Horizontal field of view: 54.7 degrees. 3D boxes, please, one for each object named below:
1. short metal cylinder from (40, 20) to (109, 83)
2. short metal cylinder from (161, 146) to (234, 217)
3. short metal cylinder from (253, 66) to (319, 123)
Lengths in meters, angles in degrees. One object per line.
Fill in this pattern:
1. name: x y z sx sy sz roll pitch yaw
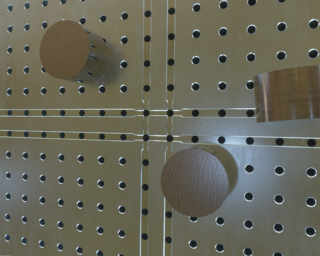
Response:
1. short metal cylinder: -0.122 -0.106 0.442 0.080 0.050 0.079 0 90 20
2. short metal cylinder: 0.047 0.063 0.383 0.080 0.050 0.079 0 90 20
3. short metal cylinder: 0.144 -0.033 0.332 0.080 0.080 0.050 -4 89 20
